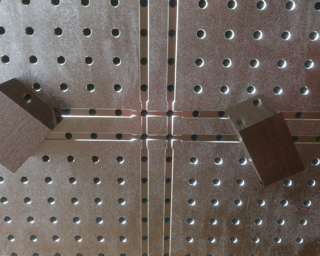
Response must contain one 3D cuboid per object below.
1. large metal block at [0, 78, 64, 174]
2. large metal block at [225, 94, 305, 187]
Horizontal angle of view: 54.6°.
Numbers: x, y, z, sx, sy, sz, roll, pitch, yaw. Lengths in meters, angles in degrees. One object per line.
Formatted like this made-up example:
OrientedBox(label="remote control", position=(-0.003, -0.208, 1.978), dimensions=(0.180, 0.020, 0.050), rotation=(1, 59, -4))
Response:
OrientedBox(label="large metal block", position=(-0.187, -0.003, 0.397), dimensions=(0.080, 0.050, 0.080), rotation=(41, 105, -14))
OrientedBox(label="large metal block", position=(0.128, 0.012, 0.389), dimensions=(0.050, 0.080, 0.080), rotation=(-26, 108, 9))
